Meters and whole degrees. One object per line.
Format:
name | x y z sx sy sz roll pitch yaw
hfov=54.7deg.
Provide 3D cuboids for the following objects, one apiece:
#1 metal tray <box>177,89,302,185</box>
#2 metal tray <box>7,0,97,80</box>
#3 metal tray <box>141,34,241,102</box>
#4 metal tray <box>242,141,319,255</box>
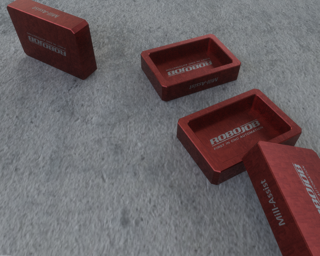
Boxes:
metal tray | 0.099 0.006 0.395 0.131 0.030 0.090 -22 54 -18
metal tray | -0.162 -0.136 0.472 0.130 0.089 0.030 25 54 19
metal tray | 0.046 -0.097 0.482 0.131 0.030 0.090 -19 53 -16
metal tray | 0.147 0.077 0.314 0.091 0.030 0.130 9 46 -25
